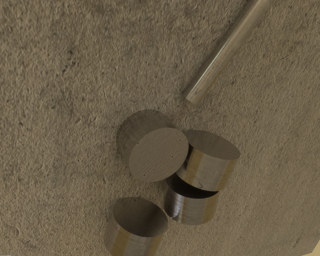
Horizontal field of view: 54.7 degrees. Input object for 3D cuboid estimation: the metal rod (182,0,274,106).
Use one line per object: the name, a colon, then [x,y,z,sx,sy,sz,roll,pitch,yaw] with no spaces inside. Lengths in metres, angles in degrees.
metal rod: [0.124,-0.156,0.378,0.025,0.025,0.299,27,103,-38]

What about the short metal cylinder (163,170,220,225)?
short metal cylinder: [0.046,0.095,0.455,0.081,0.080,0.050,-10,123,-23]

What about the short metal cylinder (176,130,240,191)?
short metal cylinder: [0.065,0.044,0.434,0.081,0.080,0.050,4,116,-31]

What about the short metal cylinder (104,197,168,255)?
short metal cylinder: [-0.035,0.144,0.442,0.081,0.080,0.050,6,116,-31]

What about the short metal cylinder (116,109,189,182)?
short metal cylinder: [-0.011,0.022,0.399,0.081,0.050,0.079,-14,124,-21]
